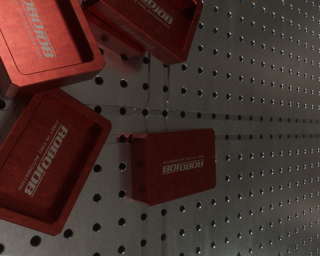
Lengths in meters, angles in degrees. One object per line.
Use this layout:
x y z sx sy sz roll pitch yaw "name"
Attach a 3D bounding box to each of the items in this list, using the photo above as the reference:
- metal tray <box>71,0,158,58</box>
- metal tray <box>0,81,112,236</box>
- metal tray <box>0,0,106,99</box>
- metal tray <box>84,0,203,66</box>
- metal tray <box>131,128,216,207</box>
-0.044 -0.162 0.369 0.090 0.030 0.130 25 74 -38 "metal tray"
-0.115 0.030 0.310 0.090 0.030 0.130 36 68 -34 "metal tray"
-0.118 -0.101 0.285 0.091 0.030 0.129 -24 90 -38 "metal tray"
-0.012 -0.143 0.357 0.131 0.030 0.090 28 73 -37 "metal tray"
0.023 0.048 0.428 0.131 0.030 0.089 -4 93 -40 "metal tray"
